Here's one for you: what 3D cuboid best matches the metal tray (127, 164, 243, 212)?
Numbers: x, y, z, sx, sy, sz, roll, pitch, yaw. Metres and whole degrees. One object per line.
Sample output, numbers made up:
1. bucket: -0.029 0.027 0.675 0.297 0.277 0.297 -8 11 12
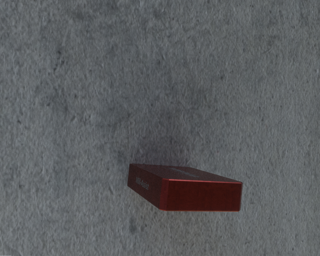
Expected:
1. metal tray: 0.022 0.066 0.363 0.091 0.130 0.030 6 88 -20
